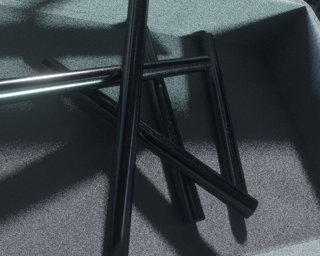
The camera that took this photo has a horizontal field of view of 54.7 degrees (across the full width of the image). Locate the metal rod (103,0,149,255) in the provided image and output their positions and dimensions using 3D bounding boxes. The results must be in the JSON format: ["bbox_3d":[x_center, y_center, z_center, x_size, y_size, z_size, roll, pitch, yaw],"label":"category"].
[{"bbox_3d":[-0.035,-0.017,0.347,0.025,0.025,0.299,10,73,-23],"label":"metal rod"}]

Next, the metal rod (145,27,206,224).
[{"bbox_3d":[0.005,-0.022,0.423,0.025,0.025,0.299,-1,62,-29],"label":"metal rod"}]

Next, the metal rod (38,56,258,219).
[{"bbox_3d":[-0.017,0.009,0.369,0.301,0.025,0.025,35,51,4],"label":"metal rod"}]

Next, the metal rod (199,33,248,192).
[{"bbox_3d":[0.093,-0.030,0.476,0.025,0.025,0.299,9,58,-24],"label":"metal rod"}]

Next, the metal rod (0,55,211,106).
[{"bbox_3d":[-0.044,-0.066,0.384,0.302,0.025,0.025,-17,71,-39],"label":"metal rod"}]
